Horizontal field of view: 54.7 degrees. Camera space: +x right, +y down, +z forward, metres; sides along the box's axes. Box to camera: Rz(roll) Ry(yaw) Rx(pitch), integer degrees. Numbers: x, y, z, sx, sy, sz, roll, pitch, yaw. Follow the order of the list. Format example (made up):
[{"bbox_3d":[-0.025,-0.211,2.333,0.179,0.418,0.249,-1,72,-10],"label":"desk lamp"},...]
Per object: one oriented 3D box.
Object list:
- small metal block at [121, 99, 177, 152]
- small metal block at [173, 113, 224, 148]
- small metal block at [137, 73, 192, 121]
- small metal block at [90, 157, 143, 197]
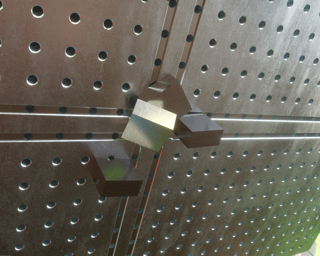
[{"bbox_3d":[-0.014,-0.002,0.378,0.050,0.025,0.050,22,139,-8],"label":"small metal block"},{"bbox_3d":[0.050,0.002,0.426,0.050,0.050,0.025,-3,120,-27],"label":"small metal block"},{"bbox_3d":[0.007,-0.033,0.396,0.050,0.025,0.050,-35,129,-6],"label":"small metal block"},{"bbox_3d":[-0.057,0.064,0.404,0.050,0.050,0.025,6,115,-32],"label":"small metal block"}]
